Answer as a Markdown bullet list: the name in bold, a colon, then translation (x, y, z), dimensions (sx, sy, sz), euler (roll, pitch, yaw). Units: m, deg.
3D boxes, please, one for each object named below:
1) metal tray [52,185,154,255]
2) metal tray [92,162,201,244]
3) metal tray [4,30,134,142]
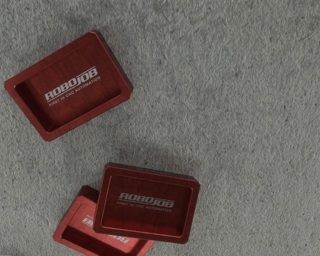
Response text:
- **metal tray**: translation (-0.079, 0.153, 0.462), dimensions (0.130, 0.030, 0.090), euler (30, 107, -11)
- **metal tray**: translation (-0.018, 0.103, 0.424), dimensions (0.131, 0.030, 0.089), euler (11, 93, -11)
- **metal tray**: translation (-0.111, -0.051, 0.387), dimensions (0.130, 0.030, 0.090), euler (-27, 108, 9)
